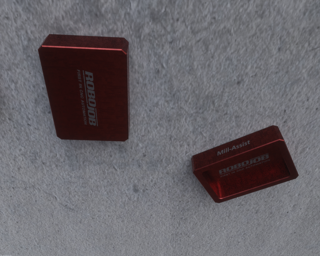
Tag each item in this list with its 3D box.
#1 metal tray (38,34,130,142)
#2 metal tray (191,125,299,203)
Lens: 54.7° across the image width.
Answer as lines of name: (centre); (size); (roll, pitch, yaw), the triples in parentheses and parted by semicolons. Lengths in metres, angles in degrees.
metal tray: (-0.083, -0.042, 0.367); (0.091, 0.030, 0.129); (2, 130, -2)
metal tray: (0.124, 0.057, 0.454); (0.130, 0.030, 0.090); (-23, 127, 18)
